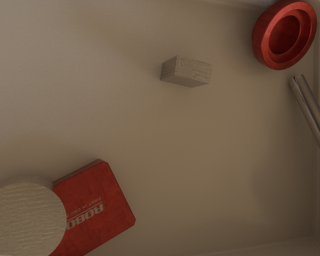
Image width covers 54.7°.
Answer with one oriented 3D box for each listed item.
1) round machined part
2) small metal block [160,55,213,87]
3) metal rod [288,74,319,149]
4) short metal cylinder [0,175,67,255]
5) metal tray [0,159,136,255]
[{"bbox_3d":[0.175,-0.138,0.453,0.099,0.042,0.097,-13,125,-20],"label":"round machined part"},{"bbox_3d":[0.034,-0.073,0.411,0.050,0.050,0.025,10,87,-20],"label":"small metal block"},{"bbox_3d":[0.256,0.056,0.443,0.025,0.025,0.299,-8,68,-20],"label":"metal rod"},{"bbox_3d":[-0.138,0.091,0.314,0.081,0.050,0.079,0,90,-20],"label":"short metal cylinder"},{"bbox_3d":[-0.106,0.105,0.369,0.131,0.030,0.090,-27,99,-18],"label":"metal tray"}]
